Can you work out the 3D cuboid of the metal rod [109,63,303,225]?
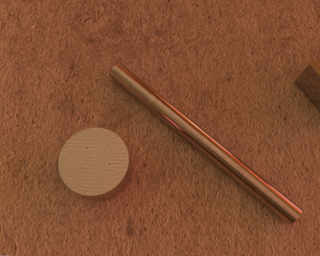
[{"bbox_3d":[0.050,0.012,0.404,0.300,0.025,0.025,40,75,13],"label":"metal rod"}]

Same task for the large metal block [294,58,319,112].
[{"bbox_3d":[0.248,-0.062,0.420,0.080,0.050,0.080,-30,73,-11],"label":"large metal block"}]

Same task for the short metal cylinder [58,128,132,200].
[{"bbox_3d":[-0.076,0.045,0.378,0.081,0.050,0.080,0,70,0],"label":"short metal cylinder"}]
